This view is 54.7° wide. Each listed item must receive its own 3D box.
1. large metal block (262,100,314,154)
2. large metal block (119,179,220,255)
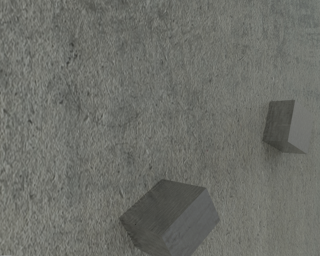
[{"bbox_3d":[0.248,-0.001,0.596,0.080,0.050,0.080,25,74,-37],"label":"large metal block"},{"bbox_3d":[0.012,0.111,0.379,0.080,0.080,0.050,-37,113,-34],"label":"large metal block"}]
